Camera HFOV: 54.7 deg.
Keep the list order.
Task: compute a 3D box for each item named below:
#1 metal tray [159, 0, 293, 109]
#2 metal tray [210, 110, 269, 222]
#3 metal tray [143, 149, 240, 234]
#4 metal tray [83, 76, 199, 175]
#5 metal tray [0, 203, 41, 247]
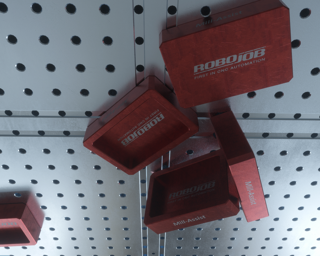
[{"bbox_3d":[0.074,-0.079,0.343,0.130,0.030,0.090,-14,129,11],"label":"metal tray"},{"bbox_3d":[0.106,0.052,0.413,0.030,0.090,0.130,-20,128,8],"label":"metal tray"},{"bbox_3d":[0.042,0.089,0.435,0.130,0.090,0.030,-23,127,27],"label":"metal tray"},{"bbox_3d":[-0.026,0.003,0.410,0.130,0.030,0.090,-36,122,26],"label":"metal tray"},{"bbox_3d":[-0.294,0.176,0.554,0.131,0.030,0.089,-4,130,2],"label":"metal tray"}]
